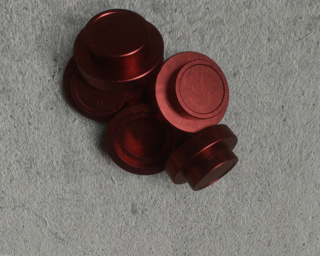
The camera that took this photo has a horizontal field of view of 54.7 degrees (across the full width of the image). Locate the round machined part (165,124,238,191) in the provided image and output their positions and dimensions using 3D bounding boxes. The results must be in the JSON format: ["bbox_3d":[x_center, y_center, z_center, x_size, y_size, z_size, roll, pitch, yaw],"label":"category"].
[{"bbox_3d":[0.058,0.043,0.389,0.098,0.098,0.042,-41,65,13],"label":"round machined part"}]

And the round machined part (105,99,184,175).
[{"bbox_3d":[-0.019,0.009,0.405,0.099,0.042,0.097,0,110,-1],"label":"round machined part"}]

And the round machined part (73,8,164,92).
[{"bbox_3d":[-0.045,-0.090,0.337,0.099,0.098,0.042,1,152,-1],"label":"round machined part"}]

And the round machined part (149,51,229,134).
[{"bbox_3d":[0.040,-0.043,0.364,0.099,0.042,0.097,1,86,-21],"label":"round machined part"}]

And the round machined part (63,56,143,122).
[{"bbox_3d":[-0.071,-0.053,0.383,0.099,0.042,0.097,0,110,-1],"label":"round machined part"}]
